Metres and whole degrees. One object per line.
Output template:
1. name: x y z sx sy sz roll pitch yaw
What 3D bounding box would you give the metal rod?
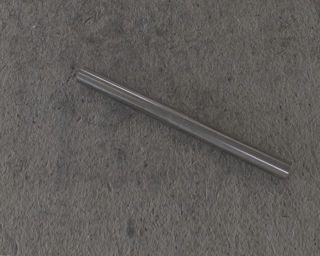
1. metal rod: 0.025 -0.010 0.411 0.301 0.025 0.025 26 72 9
